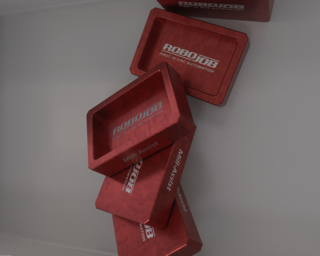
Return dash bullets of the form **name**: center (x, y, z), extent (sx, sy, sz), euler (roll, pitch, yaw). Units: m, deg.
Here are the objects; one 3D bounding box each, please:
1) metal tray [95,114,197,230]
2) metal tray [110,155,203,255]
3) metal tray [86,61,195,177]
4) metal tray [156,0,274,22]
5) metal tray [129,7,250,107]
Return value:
- **metal tray**: center (-0.017, 0.045, 0.370), extent (0.090, 0.030, 0.130), euler (2, 65, 41)
- **metal tray**: center (-0.013, 0.102, 0.374), extent (0.090, 0.030, 0.130), euler (-35, 43, 15)
- **metal tray**: center (-0.029, -0.009, 0.367), extent (0.130, 0.030, 0.090), euler (-30, 50, 23)
- **metal tray**: center (0.060, -0.155, 0.354), extent (0.130, 0.090, 0.030), euler (12, 94, 19)
- **metal tray**: center (0.036, -0.090, 0.395), extent (0.130, 0.030, 0.089), euler (23, 98, 18)
